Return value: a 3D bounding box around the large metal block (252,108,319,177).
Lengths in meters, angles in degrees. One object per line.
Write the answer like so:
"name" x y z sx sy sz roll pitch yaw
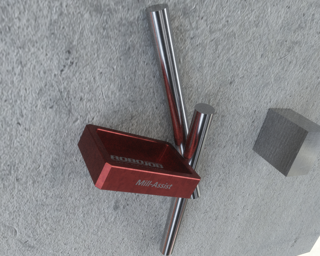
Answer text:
"large metal block" 0.208 0.021 0.501 0.050 0.080 0.079 0 119 -29

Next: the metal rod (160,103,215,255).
"metal rod" 0.033 0.096 0.462 0.025 0.025 0.298 -9 130 -24

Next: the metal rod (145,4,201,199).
"metal rod" 0.025 -0.011 0.415 0.025 0.025 0.298 -25 128 -14

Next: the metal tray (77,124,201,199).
"metal tray" -0.025 0.041 0.377 0.131 0.090 0.030 15 111 -35
